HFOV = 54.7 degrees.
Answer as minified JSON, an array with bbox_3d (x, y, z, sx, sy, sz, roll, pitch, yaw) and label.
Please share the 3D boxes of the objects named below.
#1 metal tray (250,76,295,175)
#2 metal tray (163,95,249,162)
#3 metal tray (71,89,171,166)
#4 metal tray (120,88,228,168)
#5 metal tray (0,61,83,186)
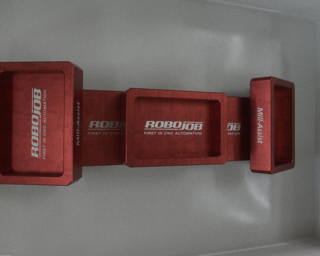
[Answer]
[{"bbox_3d":[0.164,-0.004,0.446,0.091,0.030,0.129,0,90,-48],"label":"metal tray"},{"bbox_3d":[0.071,0.001,0.433,0.131,0.030,0.089,0,90,-20],"label":"metal tray"},{"bbox_3d":[-0.052,0.000,0.388,0.131,0.030,0.089,0,90,-20],"label":"metal tray"},{"bbox_3d":[0.019,0.000,0.381,0.131,0.030,0.089,1,89,-20],"label":"metal tray"},{"bbox_3d":[-0.133,-0.005,0.338,0.090,0.030,0.129,1,90,5],"label":"metal tray"}]
